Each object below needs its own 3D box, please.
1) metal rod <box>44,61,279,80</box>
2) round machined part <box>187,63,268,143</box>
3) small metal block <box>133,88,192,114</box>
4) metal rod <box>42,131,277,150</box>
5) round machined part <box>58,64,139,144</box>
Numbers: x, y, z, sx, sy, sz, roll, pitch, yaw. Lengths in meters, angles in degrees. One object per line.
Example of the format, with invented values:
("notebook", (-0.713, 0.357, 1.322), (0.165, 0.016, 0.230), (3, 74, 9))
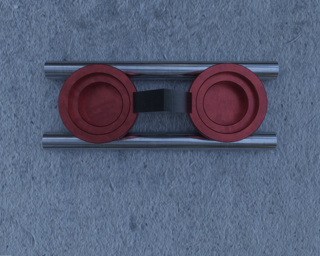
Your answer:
("metal rod", (0.002, -0.077, 0.411), (0.302, 0.025, 0.025), (0, 90, 0))
("round machined part", (0.082, -0.031, 0.398), (0.099, 0.042, 0.097), (0, 90, 0))
("small metal block", (0.003, -0.030, 0.372), (0.050, 0.050, 0.025), (0, 89, 43))
("metal rod", (0.000, 0.017, 0.411), (0.302, 0.025, 0.025), (0, 90, 0))
("round machined part", (-0.075, -0.030, 0.398), (0.099, 0.042, 0.097), (0, 90, 0))
